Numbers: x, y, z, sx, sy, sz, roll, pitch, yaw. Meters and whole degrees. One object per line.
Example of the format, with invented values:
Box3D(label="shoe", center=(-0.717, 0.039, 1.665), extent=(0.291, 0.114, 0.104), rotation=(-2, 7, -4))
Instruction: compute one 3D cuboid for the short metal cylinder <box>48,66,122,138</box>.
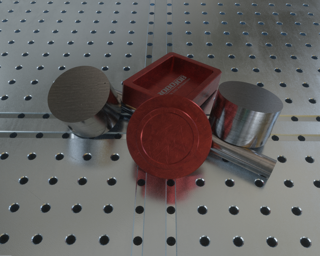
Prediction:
Box3D(label="short metal cylinder", center=(-0.096, -0.033, 0.403), extent=(0.080, 0.050, 0.080), rotation=(-4, 66, 9))

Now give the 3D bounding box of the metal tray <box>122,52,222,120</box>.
Box3D(label="metal tray", center=(0.020, -0.060, 0.436), extent=(0.090, 0.030, 0.131), rotation=(26, 41, 20))

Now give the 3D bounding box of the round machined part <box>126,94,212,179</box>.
Box3D(label="round machined part", center=(0.010, 0.010, 0.353), extent=(0.099, 0.042, 0.097), rotation=(0, 92, 5))

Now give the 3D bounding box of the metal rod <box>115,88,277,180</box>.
Box3D(label="metal rod", center=(0.005, -0.010, 0.416), extent=(0.301, 0.025, 0.025), rotation=(25, 55, 20))

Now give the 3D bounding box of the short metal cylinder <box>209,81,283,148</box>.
Box3D(label="short metal cylinder", center=(0.106, -0.019, 0.392), extent=(0.081, 0.050, 0.080), rotation=(9, 33, -6))
